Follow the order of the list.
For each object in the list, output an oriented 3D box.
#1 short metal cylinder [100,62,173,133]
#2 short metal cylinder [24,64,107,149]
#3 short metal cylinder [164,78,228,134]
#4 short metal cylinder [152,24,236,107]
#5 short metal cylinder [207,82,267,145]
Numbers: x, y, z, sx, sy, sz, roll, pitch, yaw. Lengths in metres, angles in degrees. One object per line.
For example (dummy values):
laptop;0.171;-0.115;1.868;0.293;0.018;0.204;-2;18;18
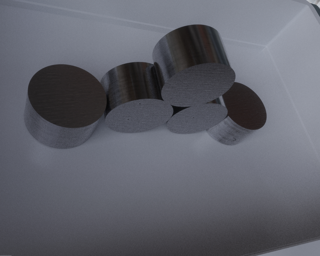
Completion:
short metal cylinder;-0.029;-0.034;0.373;0.081;0.080;0.050;2;61;-28
short metal cylinder;-0.106;-0.023;0.345;0.081;0.050;0.080;14;56;-21
short metal cylinder;0.043;-0.032;0.411;0.081;0.080;0.050;2;61;-28
short metal cylinder;0.036;-0.065;0.339;0.081;0.080;0.050;2;61;-28
short metal cylinder;0.109;-0.021;0.458;0.081;0.050;0.080;14;56;-21
